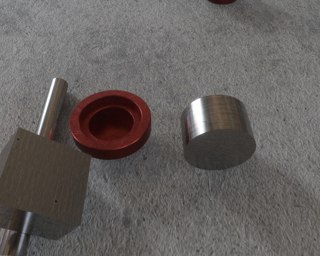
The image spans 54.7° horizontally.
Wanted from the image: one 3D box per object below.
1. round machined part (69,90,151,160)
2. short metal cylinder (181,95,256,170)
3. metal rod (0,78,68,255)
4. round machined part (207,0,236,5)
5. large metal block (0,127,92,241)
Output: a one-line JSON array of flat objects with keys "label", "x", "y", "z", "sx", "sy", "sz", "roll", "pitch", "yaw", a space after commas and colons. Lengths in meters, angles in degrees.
[{"label": "round machined part", "x": -0.060, "y": 0.000, "z": 0.392, "sx": 0.099, "sy": 0.042, "sz": 0.098, "roll": 0, "pitch": 50, "yaw": 0}, {"label": "short metal cylinder", "x": 0.066, "y": 0.007, "z": 0.362, "sx": 0.081, "sy": 0.080, "sz": 0.050, "roll": -1, "pitch": 50, "yaw": -1}, {"label": "metal rod", "x": -0.145, "y": 0.051, "z": 0.359, "sx": 0.025, "sy": 0.025, "sz": 0.300, "roll": -1, "pitch": 50, "yaw": -1}, {"label": "round machined part", "x": 0.129, "y": -0.290, "z": 0.637, "sx": 0.099, "sy": 0.042, "sz": 0.098, "roll": 0, "pitch": 50, "yaw": 0}, {"label": "large metal block", "x": -0.122, "y": 0.058, "z": 0.312, "sx": 0.080, "sy": 0.050, "sz": 0.080, "roll": 27, "pitch": 43, "yaw": -30}]
